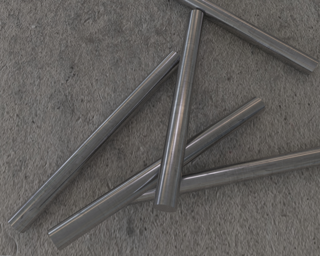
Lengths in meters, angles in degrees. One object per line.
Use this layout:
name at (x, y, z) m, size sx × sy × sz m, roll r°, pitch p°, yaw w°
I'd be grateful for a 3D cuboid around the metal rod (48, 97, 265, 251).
metal rod at (0.011, 0.043, 0.371) m, size 0.302 × 0.025 × 0.025 m, roll -31°, pitch 73°, yaw -19°

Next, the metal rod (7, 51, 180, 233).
metal rod at (-0.073, 0.007, 0.404) m, size 0.025 × 0.025 × 0.301 m, roll 38°, pitch 74°, yaw 12°

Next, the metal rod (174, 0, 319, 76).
metal rod at (0.096, -0.167, 0.469) m, size 0.300 × 0.025 × 0.025 m, roll 34°, pitch 74°, yaw 11°

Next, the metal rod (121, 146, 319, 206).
metal rod at (0.096, 0.056, 0.388) m, size 0.302 × 0.025 × 0.025 m, roll -11°, pitch 71°, yaw -4°

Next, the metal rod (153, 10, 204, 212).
metal rod at (0.030, -0.044, 0.394) m, size 0.025 × 0.025 × 0.300 m, roll 9°, pitch 59°, yaw 3°
